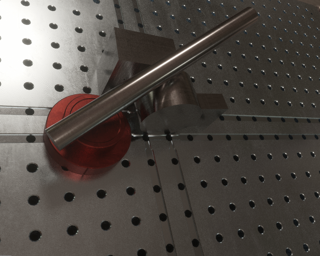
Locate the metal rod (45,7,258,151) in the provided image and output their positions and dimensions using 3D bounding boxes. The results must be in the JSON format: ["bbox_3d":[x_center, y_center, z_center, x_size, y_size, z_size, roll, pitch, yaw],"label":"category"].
[{"bbox_3d":[0.009,-0.069,0.357,0.302,0.025,0.025,-36,82,-23],"label":"metal rod"}]

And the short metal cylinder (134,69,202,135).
[{"bbox_3d":[0.008,-0.031,0.398,0.081,0.080,0.050,-2,63,-29],"label":"short metal cylinder"}]

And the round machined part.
[{"bbox_3d":[-0.079,0.001,0.355,0.099,0.042,0.098,14,56,-21],"label":"round machined part"}]

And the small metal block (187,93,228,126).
[{"bbox_3d":[0.059,-0.025,0.441,0.050,0.050,0.025,-2,63,-30],"label":"small metal block"}]

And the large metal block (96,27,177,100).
[{"bbox_3d":[-0.031,-0.077,0.404,0.081,0.080,0.050,3,60,-27],"label":"large metal block"}]
